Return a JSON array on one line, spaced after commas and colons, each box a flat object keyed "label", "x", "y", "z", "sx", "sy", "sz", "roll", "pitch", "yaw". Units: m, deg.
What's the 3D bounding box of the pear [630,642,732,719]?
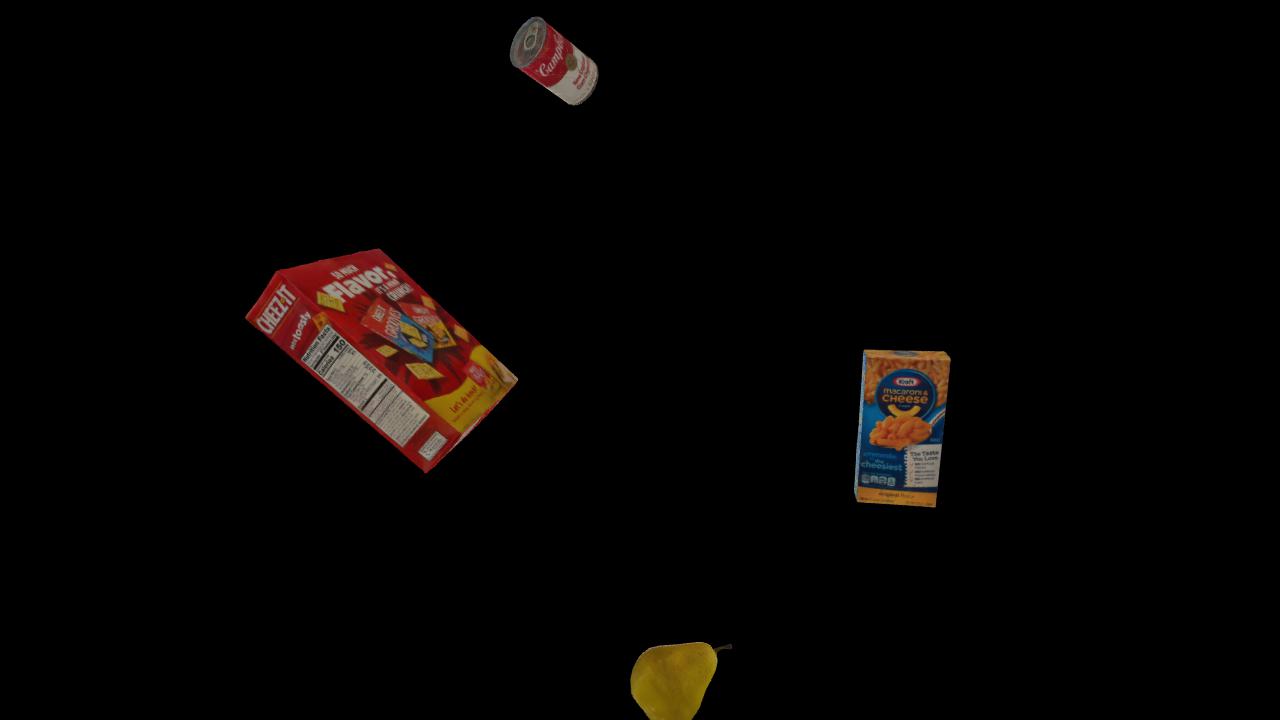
[{"label": "pear", "x": 0.045, "y": 0.328, "z": 0.651, "sx": 0.111, "sy": 0.080, "sz": 0.080, "roll": -43, "pitch": 8, "yaw": -9}]

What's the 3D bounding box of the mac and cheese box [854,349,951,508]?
[{"label": "mac and cheese box", "x": 0.309, "y": 0.082, "z": 0.733, "sx": 0.093, "sy": 0.184, "sz": 0.041, "roll": 2, "pitch": 14, "yaw": 15}]

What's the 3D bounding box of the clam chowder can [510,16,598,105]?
[{"label": "clam chowder can", "x": -0.112, "y": -0.395, "z": 0.820, "sx": 0.068, "sy": 0.068, "sz": 0.102, "roll": 0, "pitch": -10, "yaw": 38}]

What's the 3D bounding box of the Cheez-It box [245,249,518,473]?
[{"label": "Cheez-It box", "x": -0.250, "y": -0.009, "z": 0.636, "sx": 0.071, "sy": 0.223, "sz": 0.166, "roll": -44, "pitch": 6, "yaw": 18}]
